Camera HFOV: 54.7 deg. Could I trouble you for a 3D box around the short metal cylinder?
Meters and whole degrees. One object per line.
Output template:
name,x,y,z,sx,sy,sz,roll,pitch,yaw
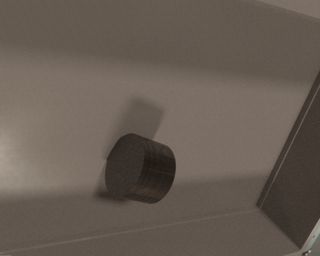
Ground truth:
short metal cylinder,-0.026,0.052,0.393,0.050,0.080,0.080,23,106,-37
